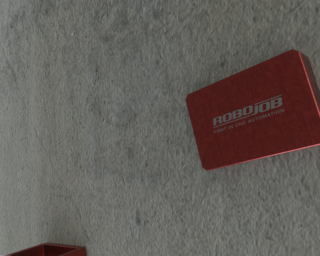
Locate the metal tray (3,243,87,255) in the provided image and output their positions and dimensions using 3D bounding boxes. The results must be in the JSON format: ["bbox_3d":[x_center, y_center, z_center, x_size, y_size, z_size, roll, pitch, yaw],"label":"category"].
[{"bbox_3d":[-0.198,0.225,0.522,0.130,0.091,0.030,-13,82,39],"label":"metal tray"}]

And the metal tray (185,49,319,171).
[{"bbox_3d":[0.095,-0.013,0.322,0.130,0.030,0.090,-21,77,37],"label":"metal tray"}]
